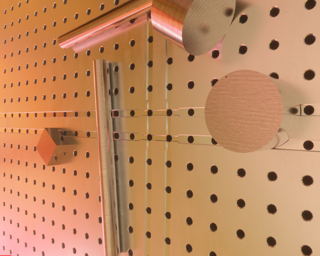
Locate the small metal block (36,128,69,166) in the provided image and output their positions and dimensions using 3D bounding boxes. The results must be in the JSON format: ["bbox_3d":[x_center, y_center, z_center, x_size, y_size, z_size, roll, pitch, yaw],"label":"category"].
[{"bbox_3d":[-0.201,0.034,0.576,0.050,0.025,0.050,46,117,30],"label":"small metal block"}]

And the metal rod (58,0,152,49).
[{"bbox_3d":[-0.055,-0.167,0.455,0.300,0.025,0.025,-7,85,39],"label":"metal rod"}]

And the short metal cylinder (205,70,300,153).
[{"bbox_3d":[0.093,-0.016,0.316,0.080,0.050,0.080,0,90,40],"label":"short metal cylinder"}]

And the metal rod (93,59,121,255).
[{"bbox_3d":[-0.082,0.044,0.477,0.025,0.025,0.298,-7,86,40],"label":"metal rod"}]

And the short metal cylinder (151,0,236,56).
[{"bbox_3d":[0.037,-0.128,0.343,0.050,0.081,0.080,41,115,32],"label":"short metal cylinder"}]
